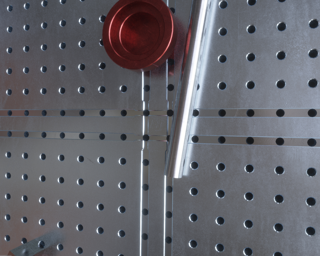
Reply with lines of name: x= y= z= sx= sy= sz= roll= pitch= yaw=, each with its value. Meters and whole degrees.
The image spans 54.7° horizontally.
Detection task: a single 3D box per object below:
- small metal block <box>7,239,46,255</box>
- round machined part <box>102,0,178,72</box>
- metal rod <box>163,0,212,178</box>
small metal block: x=-0.212 y=0.206 z=0.474 sx=0.025 sy=0.050 sz=0.050 roll=33 pitch=101 yaw=17
round machined part: x=-0.023 y=-0.123 z=0.412 sx=0.098 sy=0.042 sz=0.097 roll=0 pitch=90 yaw=20
metal rod: x=0.041 y=-0.085 z=0.398 sx=0.025 sy=0.025 sz=0.298 roll=10 pitch=93 yaw=19
